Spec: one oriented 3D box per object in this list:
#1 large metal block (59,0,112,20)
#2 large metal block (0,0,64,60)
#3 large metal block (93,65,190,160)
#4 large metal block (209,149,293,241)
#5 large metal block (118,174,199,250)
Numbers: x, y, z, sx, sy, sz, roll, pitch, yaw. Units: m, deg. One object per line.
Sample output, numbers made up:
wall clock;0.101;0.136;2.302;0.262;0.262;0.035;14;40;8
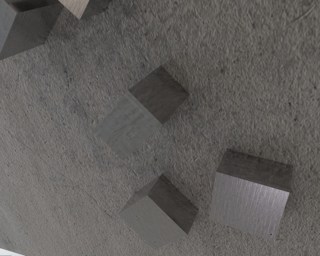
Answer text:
large metal block;-0.083;-0.177;0.325;0.080;0.050;0.080;43;129;-2
large metal block;-0.174;-0.137;0.378;0.050;0.080;0.080;46;129;-4
large metal block;-0.021;-0.019;0.371;0.050;0.080;0.080;46;129;-4
large metal block;0.111;0.081;0.382;0.080;0.050;0.079;14;124;20
large metal block;-0.003;0.129;0.472;0.080;0.050;0.080;46;129;-4
